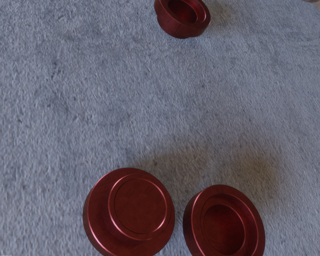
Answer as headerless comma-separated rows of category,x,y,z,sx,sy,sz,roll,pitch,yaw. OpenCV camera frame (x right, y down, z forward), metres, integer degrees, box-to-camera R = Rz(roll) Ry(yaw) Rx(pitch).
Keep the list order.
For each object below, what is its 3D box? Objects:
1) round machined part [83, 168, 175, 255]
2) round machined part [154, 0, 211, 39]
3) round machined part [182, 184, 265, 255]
round machined part,-0.027,0.087,0.326,0.099,0.042,0.098,14,56,-21
round machined part,0.034,-0.192,0.531,0.099,0.042,0.098,14,56,-21
round machined part,0.069,0.119,0.359,0.099,0.042,0.098,14,56,-21
